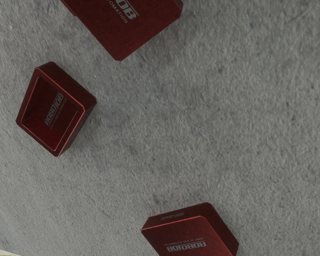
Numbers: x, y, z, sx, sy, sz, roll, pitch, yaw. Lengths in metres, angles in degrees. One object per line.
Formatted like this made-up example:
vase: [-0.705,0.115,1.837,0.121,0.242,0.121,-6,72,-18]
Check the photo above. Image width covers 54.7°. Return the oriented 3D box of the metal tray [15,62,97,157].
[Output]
metal tray: [-0.161,-0.024,0.470,0.090,0.030,0.129,41,129,0]

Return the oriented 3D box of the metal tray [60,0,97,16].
metal tray: [-0.105,-0.201,0.333,0.130,0.030,0.090,48,129,-6]

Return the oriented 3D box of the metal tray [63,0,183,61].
metal tray: [-0.050,-0.144,0.311,0.090,0.030,0.130,-31,114,25]

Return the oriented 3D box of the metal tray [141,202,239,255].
metal tray: [0.044,0.172,0.486,0.130,0.030,0.090,-26,104,37]
